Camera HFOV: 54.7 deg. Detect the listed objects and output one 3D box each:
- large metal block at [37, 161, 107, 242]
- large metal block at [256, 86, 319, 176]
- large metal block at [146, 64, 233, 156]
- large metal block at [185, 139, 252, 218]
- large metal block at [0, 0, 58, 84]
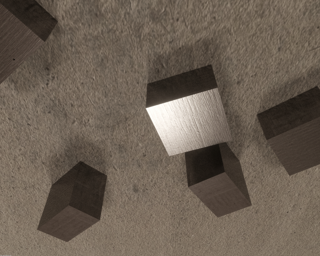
[{"bbox_3d":[-0.129,0.110,0.463,0.050,0.080,0.080,37,121,-27],"label":"large metal block"},{"bbox_3d":[0.184,0.006,0.399,0.080,0.050,0.080,-28,125,21],"label":"large metal block"},{"bbox_3d":[0.036,-0.020,0.375,0.080,0.050,0.080,-15,129,12],"label":"large metal block"},{"bbox_3d":[0.078,0.062,0.425,0.050,0.080,0.080,-27,125,21],"label":"large metal block"},{"bbox_3d":[-0.164,-0.100,0.303,0.080,0.050,0.080,-32,124,24],"label":"large metal block"}]
